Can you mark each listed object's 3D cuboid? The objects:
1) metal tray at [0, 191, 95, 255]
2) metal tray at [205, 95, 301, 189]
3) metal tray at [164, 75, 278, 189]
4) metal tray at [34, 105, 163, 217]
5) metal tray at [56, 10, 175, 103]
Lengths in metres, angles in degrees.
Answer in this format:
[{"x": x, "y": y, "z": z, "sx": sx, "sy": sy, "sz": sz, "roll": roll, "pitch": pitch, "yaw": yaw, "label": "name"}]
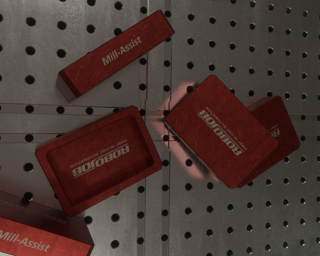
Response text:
[{"x": -0.141, "y": 0.103, "z": 0.326, "sx": 0.131, "sy": 0.090, "sz": 0.030, "roll": 26, "pitch": 82, "yaw": -19, "label": "metal tray"}, {"x": 0.140, "y": 0.019, "z": 0.464, "sx": 0.131, "sy": 0.030, "sz": 0.090, "roll": -29, "pitch": 100, "yaw": -18, "label": "metal tray"}, {"x": 0.080, "y": 0.005, "z": 0.418, "sx": 0.090, "sy": 0.030, "sz": 0.130, "roll": -44, "pitch": 91, "yaw": -5, "label": "metal tray"}, {"x": -0.073, "y": 0.037, "z": 0.383, "sx": 0.131, "sy": 0.030, "sz": 0.090, "roll": -26, "pitch": 99, "yaw": -19, "label": "metal tray"}, {"x": -0.055, "y": -0.080, "z": 0.358, "sx": 0.131, "sy": 0.090, "sz": 0.030, "roll": -37, "pitch": 103, "yaw": -16, "label": "metal tray"}]
